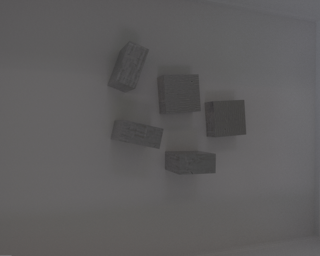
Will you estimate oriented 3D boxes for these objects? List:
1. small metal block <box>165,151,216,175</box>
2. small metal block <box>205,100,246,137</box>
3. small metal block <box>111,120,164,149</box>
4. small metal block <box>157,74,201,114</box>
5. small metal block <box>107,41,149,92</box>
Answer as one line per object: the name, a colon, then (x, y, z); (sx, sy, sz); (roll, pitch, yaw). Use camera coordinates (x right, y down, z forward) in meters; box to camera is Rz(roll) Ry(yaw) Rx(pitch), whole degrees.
small metal block: (0.039, 0.045, 0.412); (0.050, 0.050, 0.025); (1, 90, -20)
small metal block: (0.094, -0.014, 0.445); (0.050, 0.025, 0.050); (-4, 92, -20)
small metal block: (-0.030, 0.008, 0.386); (0.050, 0.050, 0.025); (13, 86, -20)
small metal block: (0.026, -0.046, 0.420); (0.050, 0.025, 0.050); (-4, 92, -20)
small metal block: (-0.040, -0.074, 0.382); (0.025, 0.050, 0.050); (21, 83, -19)
